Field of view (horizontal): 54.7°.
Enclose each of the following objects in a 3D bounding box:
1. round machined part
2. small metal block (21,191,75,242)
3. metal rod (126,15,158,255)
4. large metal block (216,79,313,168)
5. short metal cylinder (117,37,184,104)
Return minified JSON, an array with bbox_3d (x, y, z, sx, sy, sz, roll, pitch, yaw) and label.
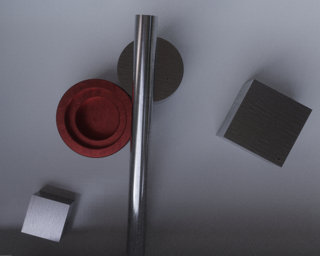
[{"bbox_3d":[-0.078,-0.013,0.400,0.099,0.042,0.097,0,93,2],"label":"round machined part"},{"bbox_3d":[-0.147,0.116,0.410,0.050,0.025,0.050,16,90,-1],"label":"small metal block"},{"bbox_3d":[-0.024,0.022,0.374,0.025,0.025,0.298,3,105,-1],"label":"metal rod"},{"bbox_3d":[0.131,-0.006,0.401,0.080,0.050,0.080,28,90,-1],"label":"large metal block"},{"bbox_3d":[-0.012,-0.071,0.399,0.081,0.050,0.079,0,90,-1],"label":"short metal cylinder"}]
